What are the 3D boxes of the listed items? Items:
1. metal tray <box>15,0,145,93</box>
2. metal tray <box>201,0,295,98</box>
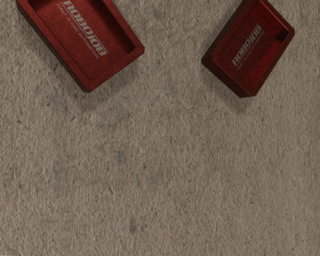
[{"bbox_3d":[-0.092,-0.119,0.372,0.090,0.030,0.130,-40,103,-16],"label":"metal tray"},{"bbox_3d":[0.132,-0.120,0.456,0.090,0.030,0.130,38,78,-16],"label":"metal tray"}]
